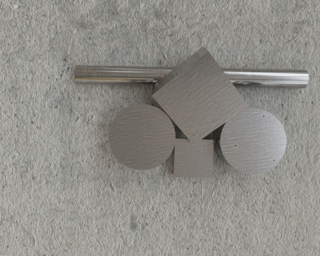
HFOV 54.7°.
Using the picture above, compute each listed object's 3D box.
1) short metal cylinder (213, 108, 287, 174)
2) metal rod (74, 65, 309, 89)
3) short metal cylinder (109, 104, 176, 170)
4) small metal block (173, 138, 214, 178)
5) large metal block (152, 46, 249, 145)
[{"bbox_3d":[0.113,0.016,0.399,0.081,0.050,0.079,0,90,0],"label":"short metal cylinder"},{"bbox_3d":[0.041,-0.068,0.411,0.302,0.025,0.025,1,90,0],"label":"metal rod"},{"bbox_3d":[-0.021,0.011,0.398,0.081,0.050,0.079,0,90,0],"label":"short metal cylinder"},{"bbox_3d":[0.044,0.039,0.412,0.050,0.025,0.050,2,90,0],"label":"small metal block"},{"bbox_3d":[0.047,-0.041,0.381,0.080,0.050,0.080,-37,107,13],"label":"large metal block"}]
